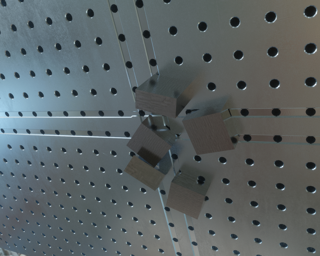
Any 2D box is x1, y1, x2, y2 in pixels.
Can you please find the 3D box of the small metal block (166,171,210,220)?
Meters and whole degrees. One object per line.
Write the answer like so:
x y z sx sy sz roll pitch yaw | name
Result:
0.040 0.098 0.449 0.050 0.025 0.050 21 126 15 | small metal block

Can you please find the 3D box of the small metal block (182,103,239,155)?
0.062 0.002 0.379 0.050 0.025 0.050 -13 112 33 | small metal block

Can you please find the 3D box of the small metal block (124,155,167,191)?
-0.019 0.063 0.440 0.050 0.050 0.025 32 87 7 | small metal block

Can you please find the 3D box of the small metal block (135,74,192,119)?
0.005 -0.039 0.367 0.050 0.050 0.025 15 124 19 | small metal block

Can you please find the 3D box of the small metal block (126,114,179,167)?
-0.011 0.018 0.427 0.050 0.025 0.050 38 129 2 | small metal block
